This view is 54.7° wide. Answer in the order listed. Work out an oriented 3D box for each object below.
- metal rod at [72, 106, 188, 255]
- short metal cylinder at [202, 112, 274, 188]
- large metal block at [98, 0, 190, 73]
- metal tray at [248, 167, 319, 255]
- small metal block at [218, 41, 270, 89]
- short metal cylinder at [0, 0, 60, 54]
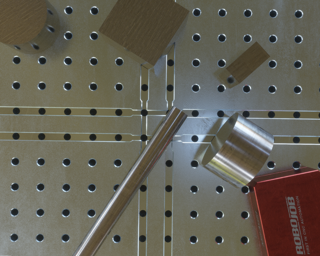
[{"bbox_3d":[-0.056,0.102,0.412,0.025,0.025,0.299,34,90,0],"label":"metal rod"},{"bbox_3d":[0.095,0.028,0.386,0.050,0.080,0.080,33,90,0],"label":"short metal cylinder"},{"bbox_3d":[-0.019,-0.130,0.400,0.080,0.050,0.080,33,90,0],"label":"large metal block"},{"bbox_3d":[0.177,0.125,0.412,0.091,0.030,0.129,-12,90,0],"label":"metal tray"},{"bbox_3d":[0.107,-0.080,0.401,0.050,0.050,0.025,-42,90,0],"label":"small metal block"},{"bbox_3d":[-0.177,-0.141,0.399,0.081,0.050,0.080,0,90,0],"label":"short metal cylinder"}]
